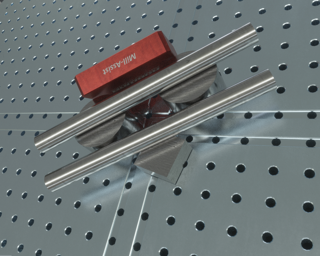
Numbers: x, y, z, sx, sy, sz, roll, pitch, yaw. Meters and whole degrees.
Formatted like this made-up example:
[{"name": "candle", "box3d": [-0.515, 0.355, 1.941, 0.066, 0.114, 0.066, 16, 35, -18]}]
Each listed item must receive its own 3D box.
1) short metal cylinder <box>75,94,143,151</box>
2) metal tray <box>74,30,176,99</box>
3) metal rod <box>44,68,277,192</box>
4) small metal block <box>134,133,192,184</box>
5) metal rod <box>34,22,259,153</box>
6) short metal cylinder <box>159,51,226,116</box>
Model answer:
[{"name": "short metal cylinder", "box3d": [-0.070, 0.001, 0.427, 0.080, 0.050, 0.080, -13, 56, 20]}, {"name": "metal tray", "box3d": [-0.041, -0.081, 0.434, 0.130, 0.090, 0.030, -25, 85, 12]}, {"name": "metal rod", "box3d": [-0.009, 0.008, 0.373, 0.301, 0.025, 0.025, -25, 53, 12]}, {"name": "small metal block", "box3d": [0.004, 0.035, 0.382, 0.050, 0.025, 0.050, 16, 70, 34]}, {"name": "metal rod", "box3d": [-0.025, -0.044, 0.381, 0.301, 0.025, 0.025, -26, 53, 11]}, {"name": "short metal cylinder", "box3d": [0.042, -0.053, 0.402, 0.080, 0.050, 0.080, -13, 56, 20]}]
